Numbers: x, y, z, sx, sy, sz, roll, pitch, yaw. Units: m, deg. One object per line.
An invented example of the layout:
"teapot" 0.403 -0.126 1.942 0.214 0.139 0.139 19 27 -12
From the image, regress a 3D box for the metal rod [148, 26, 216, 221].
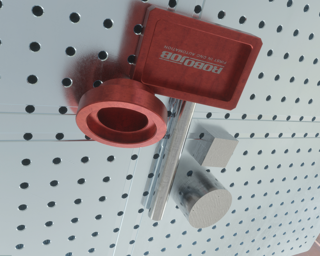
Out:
"metal rod" 0.025 0.009 0.432 0.025 0.025 0.298 -1 119 -29

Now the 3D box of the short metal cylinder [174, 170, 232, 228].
"short metal cylinder" 0.070 0.117 0.508 0.081 0.050 0.079 -14 125 -21

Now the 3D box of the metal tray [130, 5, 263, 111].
"metal tray" 0.039 -0.077 0.356 0.131 0.030 0.089 11 115 -14

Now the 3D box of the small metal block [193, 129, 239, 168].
"small metal block" 0.087 0.033 0.481 0.050 0.025 0.050 9 114 -33

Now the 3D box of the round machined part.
"round machined part" -0.040 -0.018 0.347 0.099 0.042 0.098 3 149 2
